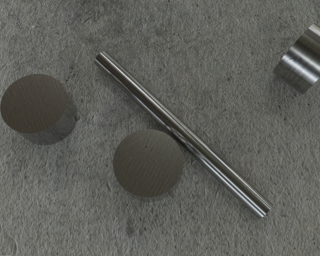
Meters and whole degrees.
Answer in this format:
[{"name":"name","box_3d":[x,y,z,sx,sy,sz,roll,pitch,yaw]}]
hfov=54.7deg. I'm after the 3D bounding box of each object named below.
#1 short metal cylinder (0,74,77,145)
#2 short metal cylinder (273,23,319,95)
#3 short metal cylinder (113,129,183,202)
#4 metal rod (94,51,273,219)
[{"name":"short metal cylinder","box_3d":[-0.154,-0.023,0.402,0.081,0.050,0.080,0,70,0]},{"name":"short metal cylinder","box_3d":[0.199,-0.091,0.414,0.050,0.080,0.080,42,75,13]},{"name":"short metal cylinder","box_3d":[-0.013,0.047,0.378,0.081,0.050,0.080,0,70,0]},{"name":"metal rod","box_3d":[0.022,0.000,0.408,0.025,0.025,0.300,-43,76,-14]}]
